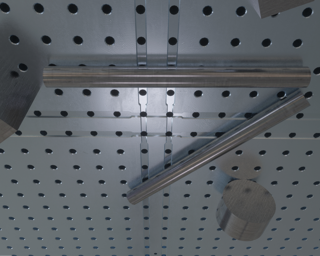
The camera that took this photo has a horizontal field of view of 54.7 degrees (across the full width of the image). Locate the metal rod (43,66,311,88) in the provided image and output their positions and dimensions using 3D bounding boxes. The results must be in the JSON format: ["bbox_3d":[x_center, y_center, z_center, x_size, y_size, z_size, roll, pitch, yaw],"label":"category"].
[{"bbox_3d":[0.020,-0.059,0.361,0.302,0.025,0.025,0,130,-1],"label":"metal rod"}]

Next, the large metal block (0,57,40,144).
[{"bbox_3d":[-0.194,-0.035,0.344,0.050,0.080,0.080,-31,124,23],"label":"large metal block"}]

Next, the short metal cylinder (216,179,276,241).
[{"bbox_3d":[0.133,0.128,0.486,0.081,0.080,0.050,4,130,-4],"label":"short metal cylinder"}]

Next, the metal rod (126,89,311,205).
[{"bbox_3d":[0.066,0.038,0.444,0.299,0.025,0.025,-34,122,25],"label":"metal rod"}]

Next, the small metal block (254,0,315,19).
[{"bbox_3d":[0.114,-0.140,0.294,0.050,0.025,0.050,-16,129,13],"label":"small metal block"}]
